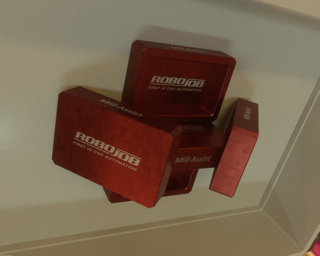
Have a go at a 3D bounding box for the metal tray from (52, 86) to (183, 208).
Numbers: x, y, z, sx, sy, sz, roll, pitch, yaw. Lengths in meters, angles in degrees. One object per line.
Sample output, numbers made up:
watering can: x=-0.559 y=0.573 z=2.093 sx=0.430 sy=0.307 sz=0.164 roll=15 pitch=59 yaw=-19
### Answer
metal tray: x=-0.050 y=0.019 z=0.331 sx=0.030 sy=0.130 sz=0.089 roll=-40 pitch=148 yaw=-61

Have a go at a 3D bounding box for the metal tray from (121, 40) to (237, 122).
metal tray: x=0.023 y=-0.053 z=0.383 sx=0.131 sy=0.030 sz=0.089 roll=-1 pitch=119 yaw=-29

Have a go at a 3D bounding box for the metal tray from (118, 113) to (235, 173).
metal tray: x=0.018 y=0.014 z=0.383 sx=0.131 sy=0.090 sz=0.030 roll=0 pitch=118 yaw=-29

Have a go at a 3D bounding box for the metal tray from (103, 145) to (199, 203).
metal tray: x=-0.006 y=0.053 z=0.431 sx=0.131 sy=0.030 sz=0.089 roll=0 pitch=118 yaw=-29

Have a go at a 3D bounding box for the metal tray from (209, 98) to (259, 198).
metal tray: x=0.101 y=0.020 z=0.415 sx=0.030 sy=0.130 sz=0.089 roll=19 pitch=115 yaw=10
